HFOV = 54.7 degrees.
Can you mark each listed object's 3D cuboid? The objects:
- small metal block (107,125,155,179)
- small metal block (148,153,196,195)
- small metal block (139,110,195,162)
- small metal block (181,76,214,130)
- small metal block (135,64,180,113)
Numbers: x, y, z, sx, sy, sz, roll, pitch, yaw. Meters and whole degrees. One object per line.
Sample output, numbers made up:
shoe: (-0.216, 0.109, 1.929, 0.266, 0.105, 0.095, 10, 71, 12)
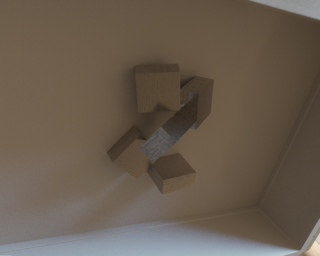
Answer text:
small metal block: (-0.033, 0.033, 0.413, 0.050, 0.025, 0.050, -45, 130, 3)
small metal block: (0.016, 0.064, 0.443, 0.050, 0.050, 0.025, -9, 123, -24)
small metal block: (0.009, 0.009, 0.383, 0.050, 0.025, 0.050, -45, 179, 41)
small metal block: (0.047, -0.033, 0.400, 0.050, 0.025, 0.050, -43, 142, -48)
small metal block: (-0.002, -0.047, 0.369, 0.050, 0.025, 0.050, -3, 123, -2)
